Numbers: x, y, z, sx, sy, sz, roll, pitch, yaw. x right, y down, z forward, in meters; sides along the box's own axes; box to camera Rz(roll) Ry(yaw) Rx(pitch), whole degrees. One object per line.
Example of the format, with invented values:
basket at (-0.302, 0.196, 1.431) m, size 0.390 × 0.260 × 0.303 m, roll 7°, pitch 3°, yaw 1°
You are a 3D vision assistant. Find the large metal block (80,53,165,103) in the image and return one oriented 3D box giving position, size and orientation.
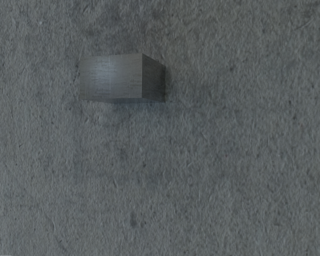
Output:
large metal block at (-0.044, -0.059, 0.394) m, size 0.080 × 0.080 × 0.050 m, roll 1°, pitch 90°, yaw 19°
